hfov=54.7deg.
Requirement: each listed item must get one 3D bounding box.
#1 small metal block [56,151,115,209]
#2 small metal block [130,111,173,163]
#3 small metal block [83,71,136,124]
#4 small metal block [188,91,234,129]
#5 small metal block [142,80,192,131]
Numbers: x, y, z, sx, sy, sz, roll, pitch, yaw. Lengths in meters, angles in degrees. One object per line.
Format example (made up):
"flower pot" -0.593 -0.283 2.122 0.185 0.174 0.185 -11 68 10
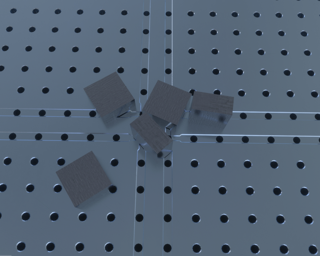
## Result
"small metal block" -0.093 0.065 0.387 0.050 0.025 0.050 -31 73 -11
"small metal block" -0.011 0.013 0.393 0.025 0.050 0.050 -40 75 -13
"small metal block" -0.069 -0.042 0.426 0.050 0.025 0.050 -31 73 -11
"small metal block" 0.066 -0.023 0.408 0.050 0.050 0.025 9 71 3
"small metal block" 0.010 -0.031 0.423 0.050 0.025 0.050 24 72 8
